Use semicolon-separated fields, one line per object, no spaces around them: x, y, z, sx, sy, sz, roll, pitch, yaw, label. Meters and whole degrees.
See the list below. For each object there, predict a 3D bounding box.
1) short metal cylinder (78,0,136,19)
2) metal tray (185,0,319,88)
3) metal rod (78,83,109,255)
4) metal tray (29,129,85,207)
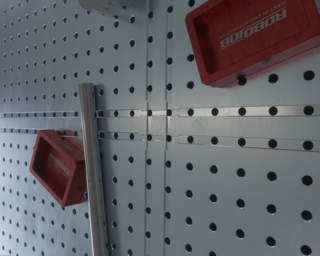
-0.079;-0.208;0.458;0.080;0.050;0.079;0;90;40;short metal cylinder
0.095;-0.107;0.327;0.130;0.030;0.090;-21;77;38;metal tray
-0.106;0.077;0.496;0.025;0.025;0.298;-10;83;39;metal rod
-0.183;0.068;0.556;0.130;0.030;0.089;31;109;35;metal tray
